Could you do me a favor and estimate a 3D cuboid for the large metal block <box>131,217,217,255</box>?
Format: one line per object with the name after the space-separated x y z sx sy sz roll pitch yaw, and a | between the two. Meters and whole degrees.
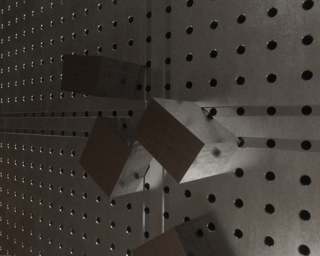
0.023 0.166 0.373 0.080 0.050 0.080 -40 66 32 | large metal block

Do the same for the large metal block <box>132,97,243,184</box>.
0.031 0.011 0.347 0.080 0.081 0.050 43 116 31 | large metal block

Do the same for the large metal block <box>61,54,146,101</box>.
-0.080 -0.071 0.437 0.080 0.081 0.050 13 98 39 | large metal block

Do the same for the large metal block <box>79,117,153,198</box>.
-0.061 0.039 0.441 0.080 0.050 0.079 39 114 32 | large metal block
